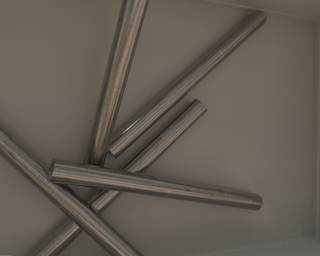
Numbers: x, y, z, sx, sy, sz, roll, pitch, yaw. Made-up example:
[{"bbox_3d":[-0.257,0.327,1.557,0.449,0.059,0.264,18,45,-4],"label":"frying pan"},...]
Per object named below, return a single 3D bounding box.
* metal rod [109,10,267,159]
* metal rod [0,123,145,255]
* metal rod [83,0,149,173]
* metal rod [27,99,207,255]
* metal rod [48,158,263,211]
[{"bbox_3d":[0.044,-0.069,0.427,0.301,0.025,0.025,-43,104,-15],"label":"metal rod"},{"bbox_3d":[-0.123,0.063,0.345,0.300,0.025,0.025,45,76,-7],"label":"metal rod"},{"bbox_3d":[-0.042,-0.071,0.327,0.025,0.025,0.298,10,113,-20],"label":"metal rod"},{"bbox_3d":[-0.050,0.068,0.393,0.301,0.025,0.025,-43,104,-15],"label":"metal rod"},{"bbox_3d":[0.015,0.078,0.397,0.302,0.025,0.025,15,85,-27],"label":"metal rod"}]
